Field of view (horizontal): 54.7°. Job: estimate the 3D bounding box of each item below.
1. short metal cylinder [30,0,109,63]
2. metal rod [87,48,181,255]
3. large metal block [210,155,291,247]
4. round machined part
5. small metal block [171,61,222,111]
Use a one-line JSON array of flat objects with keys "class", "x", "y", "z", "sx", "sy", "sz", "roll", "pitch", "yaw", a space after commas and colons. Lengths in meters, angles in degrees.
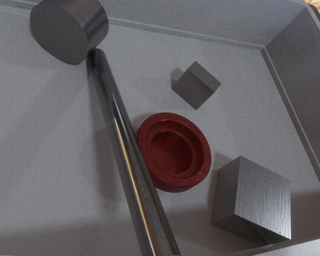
[{"class": "short metal cylinder", "x": -0.112, "y": -0.129, "z": 0.389, "sx": 0.080, "sy": 0.080, "sz": 0.050, "roll": 34, "pitch": 51, "yaw": -7}, {"class": "metal rod", "x": -0.042, "y": -0.003, "z": 0.314, "sx": 0.025, "sy": 0.025, "sz": 0.300, "roll": 5, "pitch": 37, "yaw": -26}, {"class": "large metal block", "x": 0.117, "y": 0.094, "z": 0.397, "sx": 0.080, "sy": 0.050, "sz": 0.080, "roll": 27, "pitch": 52, "yaw": -12}, {"class": "round machined part", "x": 0.010, "y": 0.033, "z": 0.382, "sx": 0.099, "sy": 0.042, "sz": 0.098, "roll": 14, "pitch": 56, "yaw": -21}, {"class": "small metal block", "x": 0.053, "y": -0.062, "z": 0.458, "sx": 0.050, "sy": 0.050, "sz": 0.025, "roll": 41, "pitch": 51, "yaw": -1}]
